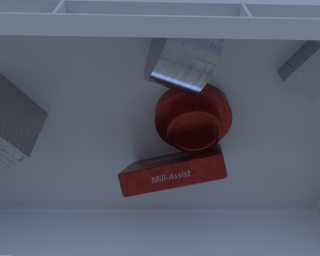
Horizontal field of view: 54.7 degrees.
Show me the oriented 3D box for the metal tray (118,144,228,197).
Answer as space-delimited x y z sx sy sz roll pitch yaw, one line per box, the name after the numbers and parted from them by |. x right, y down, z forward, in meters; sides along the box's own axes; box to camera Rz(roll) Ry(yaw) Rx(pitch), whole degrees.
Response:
0.020 0.054 0.412 0.131 0.090 0.030 -13 93 10 | metal tray

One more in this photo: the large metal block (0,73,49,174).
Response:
-0.190 -0.007 0.364 0.050 0.080 0.080 -28 125 21 | large metal block

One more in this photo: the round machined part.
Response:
0.043 -0.006 0.393 0.099 0.042 0.097 -1 130 0 | round machined part

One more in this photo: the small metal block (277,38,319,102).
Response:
0.174 -0.066 0.356 0.050 0.025 0.050 27 125 -21 | small metal block

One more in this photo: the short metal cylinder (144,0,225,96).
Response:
0.022 -0.078 0.307 0.050 0.080 0.079 17 128 -15 | short metal cylinder
